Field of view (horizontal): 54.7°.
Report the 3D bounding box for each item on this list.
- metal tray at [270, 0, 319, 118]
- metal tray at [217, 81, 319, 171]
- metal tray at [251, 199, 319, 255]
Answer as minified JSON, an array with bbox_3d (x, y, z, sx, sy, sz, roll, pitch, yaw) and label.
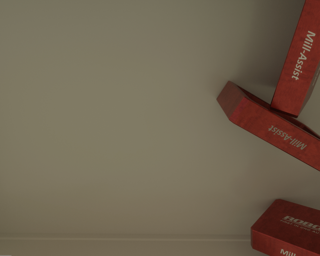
[{"bbox_3d":[0.163,-0.085,0.335,0.030,0.091,0.129,23,122,25],"label":"metal tray"},{"bbox_3d":[0.137,-0.005,0.375,0.131,0.090,0.030,28,108,-10],"label":"metal tray"},{"bbox_3d":[0.195,0.141,0.395,0.130,0.091,0.030,11,114,41],"label":"metal tray"}]
